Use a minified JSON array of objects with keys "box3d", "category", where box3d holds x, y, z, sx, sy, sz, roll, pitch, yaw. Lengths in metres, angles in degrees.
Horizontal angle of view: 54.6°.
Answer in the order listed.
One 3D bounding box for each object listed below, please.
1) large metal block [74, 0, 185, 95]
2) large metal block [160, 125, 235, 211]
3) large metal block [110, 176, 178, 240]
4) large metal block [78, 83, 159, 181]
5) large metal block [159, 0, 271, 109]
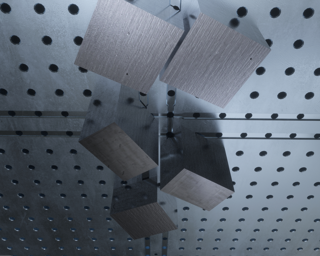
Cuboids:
[{"box3d":[-0.031,-0.093,0.316,0.080,0.050,0.080,21,127,-17],"category":"large metal block"},{"box3d":[0.048,0.054,0.422,0.080,0.080,0.050,27,125,-21],"category":"large metal block"},{"box3d":[-0.024,0.132,0.507,0.080,0.050,0.080,-19,128,15],"category":"large metal block"},{"box3d":[-0.045,0.004,0.378,0.050,0.080,0.080,-27,125,21],"category":"large metal block"},{"box3d":[0.053,-0.078,0.329,0.080,0.050,0.080,21,127,-18],"category":"large metal block"}]
